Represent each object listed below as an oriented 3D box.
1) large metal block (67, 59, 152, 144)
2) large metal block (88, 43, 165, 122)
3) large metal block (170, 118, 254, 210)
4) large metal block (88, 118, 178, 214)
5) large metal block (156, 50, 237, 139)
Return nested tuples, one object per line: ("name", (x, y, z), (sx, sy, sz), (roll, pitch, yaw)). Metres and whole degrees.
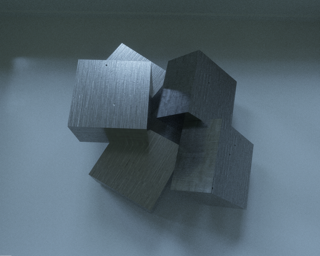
("large metal block", (-0.051, -0.028, 0.350), (0.081, 0.050, 0.080), (2, 69, 1))
("large metal block", (-0.042, -0.052, 0.414), (0.080, 0.050, 0.080), (34, 73, 11))
("large metal block", (0.063, 0.043, 0.357), (0.050, 0.080, 0.080), (-5, 64, 40))
("large metal block", (-0.025, 0.046, 0.374), (0.080, 0.050, 0.080), (28, 72, 9))
("large metal block", (0.048, -0.036, 0.386), (0.080, 0.050, 0.080), (28, 64, -38))
